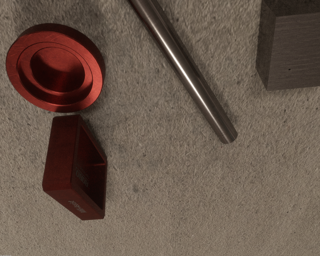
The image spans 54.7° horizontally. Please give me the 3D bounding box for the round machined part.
[{"bbox_3d":[-0.109,-0.067,0.337,0.099,0.042,0.097,-1,130,0],"label":"round machined part"}]

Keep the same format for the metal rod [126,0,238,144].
[{"bbox_3d":[0.014,-0.085,0.335,0.025,0.025,0.300,-25,126,19],"label":"metal rod"}]

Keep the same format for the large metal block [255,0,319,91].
[{"bbox_3d":[0.148,-0.089,0.318,0.080,0.050,0.080,-5,130,4],"label":"large metal block"}]

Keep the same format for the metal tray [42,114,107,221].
[{"bbox_3d":[-0.098,0.054,0.384,0.030,0.090,0.130,-5,149,4],"label":"metal tray"}]
